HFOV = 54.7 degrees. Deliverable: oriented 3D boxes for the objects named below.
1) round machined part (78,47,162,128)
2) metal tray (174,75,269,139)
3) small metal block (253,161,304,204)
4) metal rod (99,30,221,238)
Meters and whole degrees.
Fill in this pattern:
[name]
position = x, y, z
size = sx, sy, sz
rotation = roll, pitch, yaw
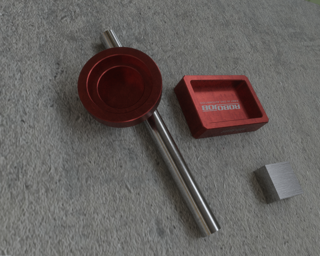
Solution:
[round machined part]
position = -0.047, -0.046, 0.379
size = 0.099, 0.042, 0.098
rotation = 0, 72, -1
[metal tray]
position = 0.095, -0.036, 0.473
size = 0.131, 0.030, 0.090
rotation = -6, 65, -31
[small metal block]
position = 0.171, 0.078, 0.448
size = 0.050, 0.025, 0.050
rotation = -4, 64, -30
[metal rod]
position = -0.007, -0.005, 0.402
size = 0.025, 0.025, 0.299
rotation = -17, 71, -35
